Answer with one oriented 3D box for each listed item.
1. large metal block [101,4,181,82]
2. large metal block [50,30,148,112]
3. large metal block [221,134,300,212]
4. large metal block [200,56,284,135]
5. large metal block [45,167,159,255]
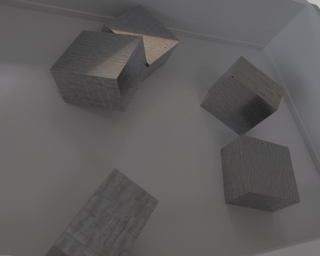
[{"bbox_3d":[-0.032,-0.119,0.445,0.080,0.050,0.080,43,51,1],"label":"large metal block"},{"bbox_3d":[-0.069,-0.071,0.374,0.080,0.050,0.080,10,51,15],"label":"large metal block"},{"bbox_3d":[0.134,0.063,0.423,0.081,0.050,0.080,15,56,-20],"label":"large metal block"},{"bbox_3d":[0.121,-0.046,0.463,0.080,0.080,0.050,37,51,-4],"label":"large metal block"},{"bbox_3d":[-0.056,0.094,0.283,0.050,0.080,0.080,38,51,-3],"label":"large metal block"}]
